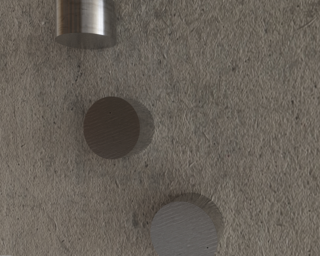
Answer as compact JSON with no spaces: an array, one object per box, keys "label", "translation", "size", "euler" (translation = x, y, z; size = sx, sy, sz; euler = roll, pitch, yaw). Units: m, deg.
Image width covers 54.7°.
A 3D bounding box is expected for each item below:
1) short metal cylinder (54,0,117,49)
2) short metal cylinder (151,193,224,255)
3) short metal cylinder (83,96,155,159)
[{"label":"short metal cylinder","translation":[-0.098,-0.140,0.415],"size":[0.080,0.080,0.050],"euler":[-1,90,20]},{"label":"short metal cylinder","translation":[0.035,0.125,0.383],"size":[0.080,0.050,0.080],"euler":[0,90,20]},{"label":"short metal cylinder","translation":[-0.054,0.000,0.415],"size":[0.080,0.050,0.080],"euler":[0,90,20]}]
